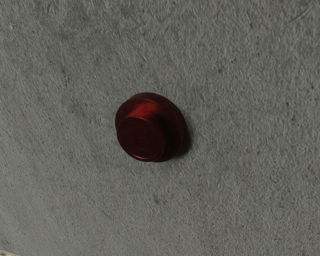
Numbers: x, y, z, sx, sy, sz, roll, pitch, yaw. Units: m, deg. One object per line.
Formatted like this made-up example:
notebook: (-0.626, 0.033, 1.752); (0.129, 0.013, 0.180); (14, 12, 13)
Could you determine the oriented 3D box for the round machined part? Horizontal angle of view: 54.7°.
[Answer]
round machined part: (-0.018, 0.006, 0.408); (0.098, 0.042, 0.097); (13, 124, 20)
